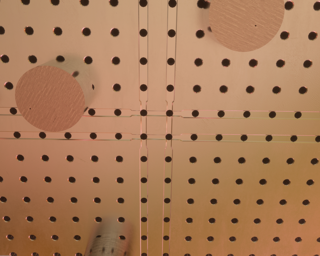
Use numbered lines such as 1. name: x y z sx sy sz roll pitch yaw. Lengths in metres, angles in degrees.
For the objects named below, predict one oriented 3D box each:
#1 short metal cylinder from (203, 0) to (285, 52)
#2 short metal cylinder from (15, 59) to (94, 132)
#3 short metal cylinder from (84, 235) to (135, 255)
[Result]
1. short metal cylinder: 0.092 -0.130 0.353 0.081 0.050 0.079 0 110 0
2. short metal cylinder: -0.128 -0.041 0.384 0.081 0.050 0.079 0 110 0
3. short metal cylinder: -0.081 0.215 0.478 0.081 0.050 0.079 0 110 0
